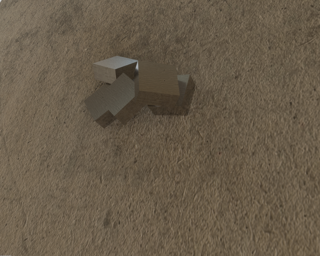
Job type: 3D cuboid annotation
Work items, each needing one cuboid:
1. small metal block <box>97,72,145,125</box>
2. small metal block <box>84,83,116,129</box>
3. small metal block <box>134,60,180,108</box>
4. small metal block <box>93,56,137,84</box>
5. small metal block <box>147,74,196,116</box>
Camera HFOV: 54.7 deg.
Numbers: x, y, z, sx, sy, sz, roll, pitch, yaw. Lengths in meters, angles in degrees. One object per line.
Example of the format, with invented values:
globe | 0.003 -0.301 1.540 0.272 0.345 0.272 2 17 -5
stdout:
small metal block | -0.049 -0.040 0.421 0.050 0.025 0.050 -44 51 -3
small metal block | -0.080 -0.035 0.467 0.050 0.025 0.050 -38 51 2
small metal block | -0.005 -0.056 0.393 0.050 0.025 0.050 5 56 -15
small metal block | -0.067 -0.090 0.479 0.050 0.025 0.050 20 36 35
small metal block | 0.017 -0.044 0.423 0.050 0.025 0.050 2 63 29
